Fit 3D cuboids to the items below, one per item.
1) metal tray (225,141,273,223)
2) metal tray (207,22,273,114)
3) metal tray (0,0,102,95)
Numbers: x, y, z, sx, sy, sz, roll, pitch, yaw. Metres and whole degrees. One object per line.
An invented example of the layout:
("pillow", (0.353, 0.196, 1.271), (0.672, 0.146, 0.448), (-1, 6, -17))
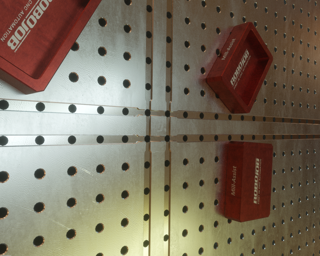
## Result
("metal tray", (0.155, 0.090, 0.534), (0.091, 0.030, 0.129), (6, 86, -40))
("metal tray", (0.138, -0.100, 0.519), (0.090, 0.030, 0.130), (44, 64, -31))
("metal tray", (-0.125, -0.109, 0.299), (0.090, 0.030, 0.130), (38, 67, -33))
